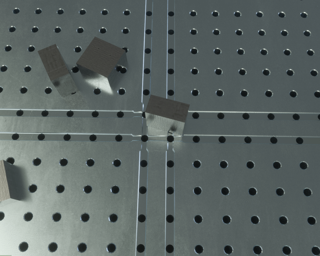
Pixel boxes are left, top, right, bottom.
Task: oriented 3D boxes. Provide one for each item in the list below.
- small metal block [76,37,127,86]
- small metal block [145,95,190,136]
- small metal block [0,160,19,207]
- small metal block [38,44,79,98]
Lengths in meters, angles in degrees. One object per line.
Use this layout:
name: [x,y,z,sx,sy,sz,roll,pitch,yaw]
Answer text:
small metal block: [-0.083,-0.096,0.446,0.050,0.025,0.050,26,72,9]
small metal block: [0.009,-0.016,0.404,0.050,0.050,0.025,15,71,5]
small metal block: [-0.209,0.073,0.384,0.050,0.025,0.050,-18,71,-7]
small metal block: [-0.139,-0.077,0.426,0.025,0.050,0.050,-26,72,-9]
